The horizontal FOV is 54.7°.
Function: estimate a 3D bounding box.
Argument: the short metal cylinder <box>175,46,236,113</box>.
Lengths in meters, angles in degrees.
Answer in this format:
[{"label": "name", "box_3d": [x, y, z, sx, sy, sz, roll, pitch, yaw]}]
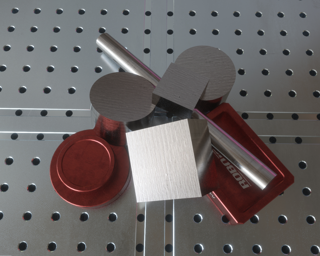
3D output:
[{"label": "short metal cylinder", "box_3d": [0.057, -0.063, 0.418, 0.081, 0.050, 0.080, 0, 70, 0]}]

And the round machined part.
[{"label": "round machined part", "box_3d": [-0.086, 0.047, 0.380, 0.099, 0.042, 0.098, 0, 70, 0]}]

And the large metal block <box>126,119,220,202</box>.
[{"label": "large metal block", "box_3d": [0.014, 0.037, 0.353, 0.080, 0.050, 0.080, -13, 84, 30]}]

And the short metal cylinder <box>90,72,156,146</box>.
[{"label": "short metal cylinder", "box_3d": [-0.047, -0.025, 0.391, 0.081, 0.050, 0.080, 5, 53, -6]}]

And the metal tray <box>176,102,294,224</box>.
[{"label": "metal tray", "box_3d": [0.088, 0.042, 0.390, 0.090, 0.030, 0.130, -35, 74, -12]}]

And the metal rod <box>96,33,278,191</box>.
[{"label": "metal rod", "box_3d": [0.018, -0.034, 0.394, 0.025, 0.025, 0.300, -41, 66, -14]}]

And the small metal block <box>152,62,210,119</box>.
[{"label": "small metal block", "box_3d": [0.024, -0.043, 0.368, 0.050, 0.025, 0.050, 25, 64, 9]}]
